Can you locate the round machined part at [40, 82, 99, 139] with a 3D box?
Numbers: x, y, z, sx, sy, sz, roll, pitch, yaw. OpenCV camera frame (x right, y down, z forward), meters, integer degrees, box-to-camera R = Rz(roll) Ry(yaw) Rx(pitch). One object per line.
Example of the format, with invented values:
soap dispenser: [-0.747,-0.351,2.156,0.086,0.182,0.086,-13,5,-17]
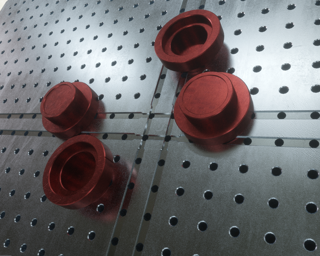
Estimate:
round machined part: [-0.152,-0.035,0.501,0.098,0.042,0.098,-13,56,21]

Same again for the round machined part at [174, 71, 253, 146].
round machined part: [0.062,-0.031,0.385,0.098,0.042,0.098,-13,56,21]

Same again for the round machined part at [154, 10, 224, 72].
round machined part: [0.045,-0.120,0.448,0.098,0.042,0.098,-13,56,21]

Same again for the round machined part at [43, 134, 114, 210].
round machined part: [-0.104,0.061,0.416,0.098,0.042,0.098,-13,56,21]
